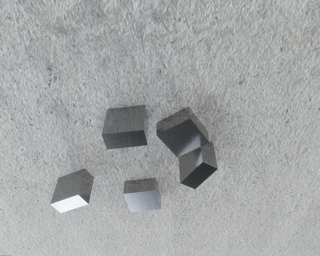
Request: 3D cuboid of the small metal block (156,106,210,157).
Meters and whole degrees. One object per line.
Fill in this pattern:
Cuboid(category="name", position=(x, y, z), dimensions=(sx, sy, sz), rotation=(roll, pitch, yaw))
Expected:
Cuboid(category="small metal block", position=(0.030, 0.006, 0.413), dimensions=(0.050, 0.025, 0.050), rotation=(-27, 125, 21))

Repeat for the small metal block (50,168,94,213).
Cuboid(category="small metal block", position=(-0.132, 0.095, 0.470), dimensions=(0.050, 0.050, 0.025), rotation=(-21, 127, 17))

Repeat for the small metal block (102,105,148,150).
Cuboid(category="small metal block", position=(-0.042, -0.002, 0.389), dimensions=(0.050, 0.050, 0.025), rotation=(-6, 130, 5))

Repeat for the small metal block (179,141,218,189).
Cuboid(category="small metal block", position=(0.052, 0.048, 0.432), dimensions=(0.025, 0.050, 0.050), rotation=(26, 125, -20))

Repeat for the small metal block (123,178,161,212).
Cuboid(category="small metal block", position=(-0.027, 0.109, 0.499), dimensions=(0.050, 0.025, 0.050), rotation=(-8, 130, 6))
